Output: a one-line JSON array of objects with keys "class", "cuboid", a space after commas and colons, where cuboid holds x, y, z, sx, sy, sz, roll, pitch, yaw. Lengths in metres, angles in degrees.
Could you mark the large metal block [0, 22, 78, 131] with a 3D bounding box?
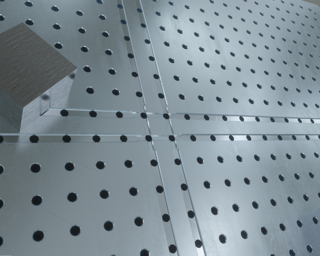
[{"class": "large metal block", "cuboid": [-0.154, -0.058, 0.344, 0.080, 0.050, 0.080, 40, 51, -1]}]
